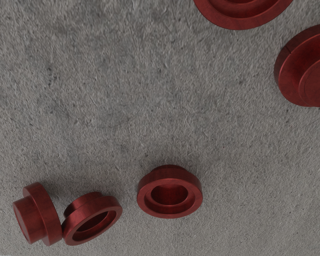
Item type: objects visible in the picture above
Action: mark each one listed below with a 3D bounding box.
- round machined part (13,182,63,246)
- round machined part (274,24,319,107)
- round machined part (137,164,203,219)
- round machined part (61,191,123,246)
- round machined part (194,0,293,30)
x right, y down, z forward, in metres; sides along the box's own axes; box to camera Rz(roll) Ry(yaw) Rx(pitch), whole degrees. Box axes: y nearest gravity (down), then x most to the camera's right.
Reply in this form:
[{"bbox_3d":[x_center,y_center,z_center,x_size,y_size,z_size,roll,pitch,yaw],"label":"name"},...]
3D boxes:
[{"bbox_3d":[-0.190,0.135,0.470,0.042,0.098,0.097,-22,140,-34],"label":"round machined part"},{"bbox_3d":[0.183,-0.062,0.345,0.099,0.042,0.097,0,130,0],"label":"round machined part"},{"bbox_3d":[0.014,0.094,0.476,0.099,0.042,0.097,0,130,0],"label":"round machined part"},{"bbox_3d":[-0.112,0.139,0.493,0.099,0.042,0.098,-30,151,-18],"label":"round machined part"},{"bbox_3d":[0.074,-0.142,0.275,0.099,0.042,0.097,0,130,0],"label":"round machined part"}]
